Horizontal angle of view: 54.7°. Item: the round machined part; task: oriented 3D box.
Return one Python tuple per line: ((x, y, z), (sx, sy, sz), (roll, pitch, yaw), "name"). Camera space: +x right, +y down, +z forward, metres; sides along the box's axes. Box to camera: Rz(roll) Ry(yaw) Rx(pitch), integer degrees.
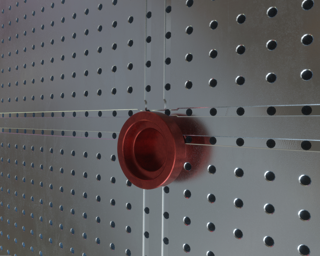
((-0.007, 0.028, 0.402), (0.098, 0.042, 0.097), (0, 90, 39), "round machined part")
